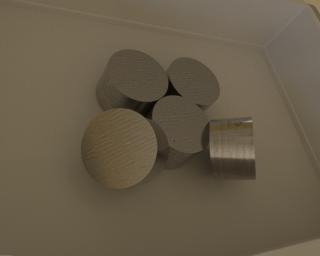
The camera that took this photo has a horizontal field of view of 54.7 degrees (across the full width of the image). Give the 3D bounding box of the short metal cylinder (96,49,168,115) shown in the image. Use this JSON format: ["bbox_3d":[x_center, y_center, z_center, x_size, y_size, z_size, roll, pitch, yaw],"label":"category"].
[{"bbox_3d":[-0.036,-0.054,0.401,0.081,0.050,0.080,14,56,-21],"label":"short metal cylinder"}]

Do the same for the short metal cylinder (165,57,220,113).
[{"bbox_3d":[0.038,-0.054,0.443,0.081,0.050,0.080,14,56,-21],"label":"short metal cylinder"}]

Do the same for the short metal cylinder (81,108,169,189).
[{"bbox_3d":[-0.035,0.022,0.330,0.080,0.080,0.050,59,8,13],"label":"short metal cylinder"}]

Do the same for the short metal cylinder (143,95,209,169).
[{"bbox_3d":[0.017,0.006,0.393,0.081,0.050,0.080,14,56,-21],"label":"short metal cylinder"}]

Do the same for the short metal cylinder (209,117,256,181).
[{"bbox_3d":[0.094,0.027,0.396,0.050,0.080,0.080,-4,55,15],"label":"short metal cylinder"}]
